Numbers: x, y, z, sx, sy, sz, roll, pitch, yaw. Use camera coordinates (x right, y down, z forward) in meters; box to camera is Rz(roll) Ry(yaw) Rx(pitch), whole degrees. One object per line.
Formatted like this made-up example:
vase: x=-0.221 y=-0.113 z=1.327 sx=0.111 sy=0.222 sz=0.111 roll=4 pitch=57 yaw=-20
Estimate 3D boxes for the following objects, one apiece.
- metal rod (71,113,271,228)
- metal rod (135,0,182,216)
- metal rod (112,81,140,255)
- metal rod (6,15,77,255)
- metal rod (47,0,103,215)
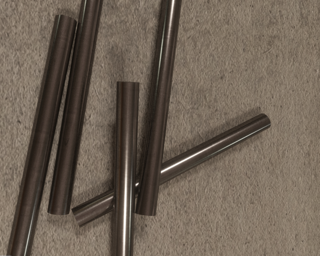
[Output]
metal rod: x=0.029 y=0.049 z=0.420 sx=0.302 sy=0.025 sz=0.025 roll=-25 pitch=99 yaw=-19
metal rod: x=0.001 y=-0.043 z=0.394 sx=0.025 sy=0.025 sz=0.298 roll=10 pitch=81 yaw=-20
metal rod: x=-0.042 y=0.096 z=0.368 sx=0.025 sy=0.025 sz=0.298 roll=-1 pitch=100 yaw=-20
metal rod: x=-0.137 y=0.018 z=0.358 sx=0.025 sy=0.025 sz=0.298 roll=11 pitch=86 yaw=-20
metal rod: x=-0.098 y=-0.048 z=0.373 sx=0.025 sy=0.025 sz=0.298 roll=9 pitch=87 yaw=-20
